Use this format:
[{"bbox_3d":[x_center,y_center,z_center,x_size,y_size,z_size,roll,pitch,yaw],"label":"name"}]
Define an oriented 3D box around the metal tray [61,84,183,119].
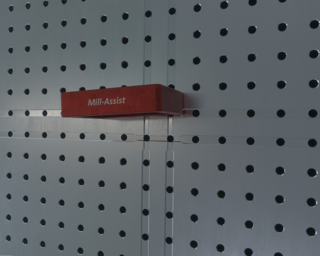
[{"bbox_3d":[-0.046,-0.030,0.394,0.130,0.090,0.030,-2,89,20],"label":"metal tray"}]
